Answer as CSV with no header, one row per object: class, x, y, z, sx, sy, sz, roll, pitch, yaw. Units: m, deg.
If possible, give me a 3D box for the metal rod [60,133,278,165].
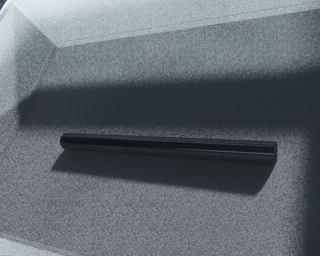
metal rod,-0.010,0.023,0.397,0.300,0.025,0.025,1,63,29
